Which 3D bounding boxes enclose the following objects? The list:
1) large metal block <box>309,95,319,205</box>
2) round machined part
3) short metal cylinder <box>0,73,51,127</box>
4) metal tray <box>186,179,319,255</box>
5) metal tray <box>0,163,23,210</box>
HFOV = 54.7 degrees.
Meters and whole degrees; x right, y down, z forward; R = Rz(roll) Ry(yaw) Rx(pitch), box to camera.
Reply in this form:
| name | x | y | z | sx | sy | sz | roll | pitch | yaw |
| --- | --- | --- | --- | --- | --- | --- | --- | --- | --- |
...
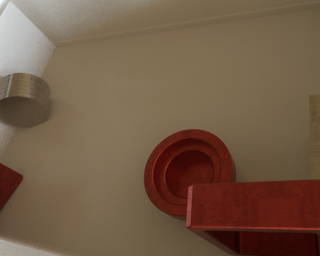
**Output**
| name | x | y | z | sx | sy | sz | roll | pitch | yaw |
| --- | --- | --- | --- | --- | --- | --- | --- | --- | --- |
| large metal block | 0.161 | 0.025 | 0.271 | 0.050 | 0.080 | 0.080 | -2 | 61 | 27 |
| round machined part | 0.035 | 0.054 | 0.343 | 0.098 | 0.042 | 0.098 | -13 | 56 | 20 |
| short metal cylinder | -0.226 | -0.045 | 0.514 | 0.080 | 0.080 | 0.050 | -20 | 54 | 16 |
| metal tray | 0.085 | 0.078 | 0.245 | 0.090 | 0.130 | 0.030 | -7 | 59 | 24 |
| metal tray | -0.256 | 0.078 | 0.416 | 0.030 | 0.130 | 0.090 | 23 | 70 | 20 |
